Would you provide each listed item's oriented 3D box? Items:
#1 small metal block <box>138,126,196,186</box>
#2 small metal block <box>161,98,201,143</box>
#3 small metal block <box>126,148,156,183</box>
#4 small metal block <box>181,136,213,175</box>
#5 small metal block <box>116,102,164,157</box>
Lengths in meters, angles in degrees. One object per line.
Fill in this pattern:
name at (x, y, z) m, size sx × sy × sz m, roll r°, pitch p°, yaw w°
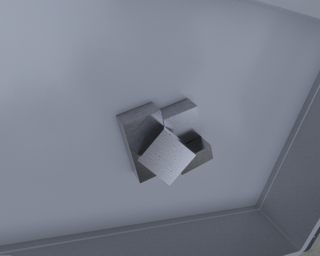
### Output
small metal block at (0.009, 0.034, 0.386) m, size 0.050 × 0.025 × 0.050 m, roll 39°, pitch 97°, yaw -5°
small metal block at (0.025, -0.005, 0.419) m, size 0.050 × 0.025 × 0.050 m, roll -23°, pitch 127°, yaw -15°
small metal block at (-0.014, 0.041, 0.426) m, size 0.050 × 0.025 × 0.050 m, roll -23°, pitch 127°, yaw -15°
small metal block at (0.038, 0.031, 0.432) m, size 0.050 × 0.050 × 0.025 m, roll -26°, pitch 128°, yaw -14°
small metal block at (-0.023, 0.001, 0.397) m, size 0.050 × 0.025 × 0.050 m, roll -23°, pitch 127°, yaw -15°
